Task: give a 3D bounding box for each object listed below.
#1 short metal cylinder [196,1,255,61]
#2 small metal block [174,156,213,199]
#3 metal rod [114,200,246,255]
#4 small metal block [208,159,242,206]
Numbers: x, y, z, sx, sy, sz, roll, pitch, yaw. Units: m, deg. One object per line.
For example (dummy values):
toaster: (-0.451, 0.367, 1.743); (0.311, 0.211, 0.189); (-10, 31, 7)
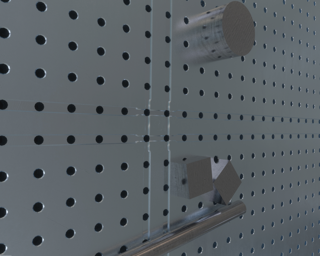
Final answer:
short metal cylinder: (0.102, -0.147, 0.477); (0.081, 0.050, 0.080); (0, 90, -40)
small metal block: (0.050, 0.071, 0.451); (0.050, 0.025, 0.050); (-10, 97, -40)
metal rod: (0.020, 0.153, 0.425); (0.302, 0.025, 0.025); (-9, 96, -40)
small metal block: (0.098, 0.085, 0.491); (0.050, 0.025, 0.050); (-47, 118, -30)
